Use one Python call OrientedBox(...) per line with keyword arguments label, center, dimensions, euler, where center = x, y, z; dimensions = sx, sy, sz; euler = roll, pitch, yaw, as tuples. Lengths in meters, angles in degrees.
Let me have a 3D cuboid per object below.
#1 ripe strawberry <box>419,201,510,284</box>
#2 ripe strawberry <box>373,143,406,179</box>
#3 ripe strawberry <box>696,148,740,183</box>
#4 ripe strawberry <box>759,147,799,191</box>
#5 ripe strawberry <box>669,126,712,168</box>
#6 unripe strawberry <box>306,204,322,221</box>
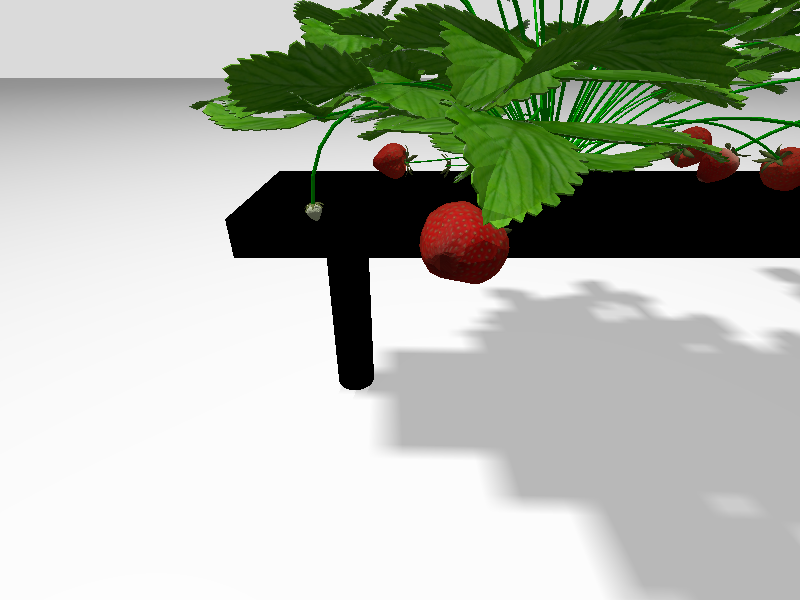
OrientedBox(label="ripe strawberry", center=(0.028, -0.026, 0.188), dimensions=(0.043, 0.037, 0.043), euler=(16, 35, 25))
OrientedBox(label="ripe strawberry", center=(-0.009, -0.128, 0.370), dimensions=(0.031, 0.031, 0.035), euler=(7, 31, 12))
OrientedBox(label="ripe strawberry", center=(0.287, -0.120, 0.364), dimensions=(0.030, 0.031, 0.029), euler=(37, 27, -15))
OrientedBox(label="ripe strawberry", center=(0.330, -0.110, 0.341), dimensions=(0.035, 0.035, 0.033), euler=(31, 26, -17))
OrientedBox(label="ripe strawberry", center=(0.299, -0.156, 0.408), dimensions=(0.038, 0.040, 0.035), euler=(-13, 33, -22))
OrientedBox(label="unripe strawberry", center=(-0.051, -0.052, 0.239), dimensions=(0.010, 0.010, 0.011), euler=(-19, 35, -29))
